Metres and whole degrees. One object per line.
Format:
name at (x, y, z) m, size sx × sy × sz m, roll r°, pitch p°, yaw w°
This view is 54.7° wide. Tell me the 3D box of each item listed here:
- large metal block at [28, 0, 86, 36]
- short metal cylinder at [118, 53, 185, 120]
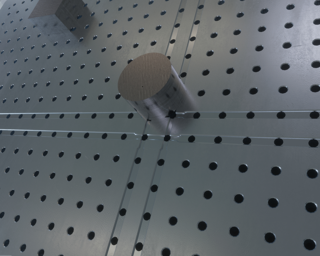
large metal block at (-0.219, -0.249, 0.660) m, size 0.080 × 0.050 × 0.080 m, roll 4°, pitch 64°, yaw 30°
short metal cylinder at (-0.011, -0.058, 0.434) m, size 0.080 × 0.050 × 0.080 m, roll -13°, pitch 56°, yaw 21°
